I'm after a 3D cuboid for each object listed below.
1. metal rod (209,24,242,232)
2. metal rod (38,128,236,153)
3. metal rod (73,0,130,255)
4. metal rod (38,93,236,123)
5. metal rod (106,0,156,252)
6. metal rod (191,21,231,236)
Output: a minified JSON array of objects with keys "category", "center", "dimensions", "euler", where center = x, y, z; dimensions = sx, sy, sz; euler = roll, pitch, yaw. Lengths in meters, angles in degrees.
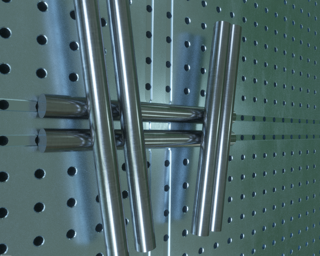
[{"category":"metal rod","center":[0.093,-0.004,0.454],"dimensions":[0.025,0.025,0.299],"euler":[12,83,-39]},{"category":"metal rod","center":[-0.002,0.015,0.407],"dimensions":[0.302,0.025,0.025],"euler":[1,90,-40]},{"category":"metal rod","center":[-0.061,-0.006,0.325],"dimensions":[0.025,0.025,0.298],"euler":[-11,97,-39]},{"category":"metal rod","center":[-0.002,-0.020,0.407],"dimensions":[0.302,0.025,0.025],"euler":[1,90,-40]},{"category":"metal rod","center":[-0.032,-0.008,0.349],"dimensions":[0.025,0.025,0.298],"euler":[-10,97,-39]},{"category":"metal rod","center":[0.073,-0.003,0.437],"dimensions":[0.025,0.025,0.299],"euler":[12,83,-39]}]
